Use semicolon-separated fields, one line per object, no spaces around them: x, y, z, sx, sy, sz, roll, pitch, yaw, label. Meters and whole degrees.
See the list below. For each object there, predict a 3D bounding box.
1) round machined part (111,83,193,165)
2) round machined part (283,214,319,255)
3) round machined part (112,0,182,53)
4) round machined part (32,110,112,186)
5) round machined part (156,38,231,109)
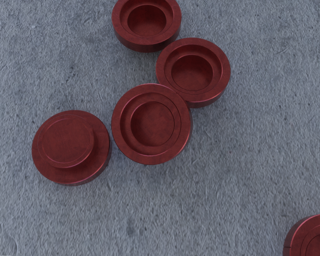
-0.007;-0.005;0.388;0.098;0.042;0.097;0;89;14;round machined part
0.186;0.147;0.346;0.099;0.042;0.098;0;70;0;round machined part
-0.019;-0.151;0.454;0.099;0.042;0.098;0;70;0;round machined part
-0.113;0.021;0.390;0.099;0.042;0.098;0;70;0;round machined part
0.043;-0.071;0.425;0.099;0.042;0.098;0;70;0;round machined part
